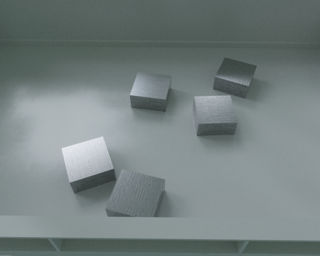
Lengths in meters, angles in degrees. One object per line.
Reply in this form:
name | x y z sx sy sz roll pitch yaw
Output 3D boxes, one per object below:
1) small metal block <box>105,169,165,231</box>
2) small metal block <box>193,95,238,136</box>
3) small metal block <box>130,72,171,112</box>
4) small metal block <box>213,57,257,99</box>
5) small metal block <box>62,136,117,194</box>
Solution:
small metal block | -0.025 0.078 0.339 0.050 0.025 0.050 12 51 10
small metal block | 0.073 -0.017 0.420 0.050 0.025 0.050 -2 50 -2
small metal block | -0.012 -0.053 0.449 0.050 0.025 0.050 8 50 6
small metal block | 0.114 -0.077 0.470 0.050 0.025 0.050 19 53 15
small metal block | -0.084 0.043 0.368 0.050 0.025 0.050 -16 52 -14
